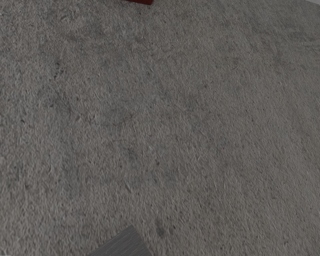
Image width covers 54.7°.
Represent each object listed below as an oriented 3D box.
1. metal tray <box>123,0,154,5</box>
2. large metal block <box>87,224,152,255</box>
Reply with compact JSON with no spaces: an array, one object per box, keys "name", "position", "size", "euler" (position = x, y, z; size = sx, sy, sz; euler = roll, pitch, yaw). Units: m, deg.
[{"name":"metal tray","position":[-0.062,-0.277,0.536],"size":[0.091,0.030,0.130],"euler":[-1,62,-29]},{"name":"large metal block","position":[-0.042,0.147,0.275],"size":[0.081,0.050,0.080],"euler":[-27,77,-37]}]
